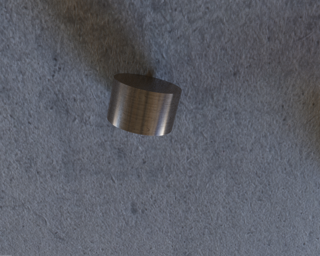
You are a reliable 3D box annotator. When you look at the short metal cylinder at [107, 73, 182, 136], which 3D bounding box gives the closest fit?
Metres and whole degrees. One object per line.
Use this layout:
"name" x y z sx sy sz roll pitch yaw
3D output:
"short metal cylinder" -0.019 -0.030 0.369 0.081 0.080 0.050 11 110 -5
